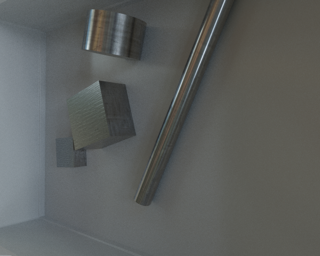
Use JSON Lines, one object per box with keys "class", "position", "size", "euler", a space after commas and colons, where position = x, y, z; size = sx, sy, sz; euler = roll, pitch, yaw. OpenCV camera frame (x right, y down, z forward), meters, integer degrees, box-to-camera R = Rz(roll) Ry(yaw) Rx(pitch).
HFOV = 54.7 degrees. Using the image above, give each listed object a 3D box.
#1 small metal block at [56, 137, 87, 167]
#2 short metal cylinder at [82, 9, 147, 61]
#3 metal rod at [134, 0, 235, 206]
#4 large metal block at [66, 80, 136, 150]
{"class": "small metal block", "position": [-0.152, 0.041, 0.529], "size": [0.050, 0.025, 0.050], "euler": [-6, 86, 39]}
{"class": "short metal cylinder", "position": [-0.062, -0.124, 0.420], "size": [0.080, 0.081, 0.050], "euler": [18, 101, 38]}
{"class": "metal rod", "position": [0.028, -0.034, 0.382], "size": [0.025, 0.025, 0.298], "euler": [33, 110, 35]}
{"class": "large metal block", "position": [-0.089, -0.016, 0.461], "size": [0.080, 0.050, 0.080], "euler": [-21, 77, 37]}
